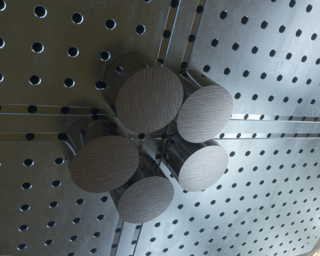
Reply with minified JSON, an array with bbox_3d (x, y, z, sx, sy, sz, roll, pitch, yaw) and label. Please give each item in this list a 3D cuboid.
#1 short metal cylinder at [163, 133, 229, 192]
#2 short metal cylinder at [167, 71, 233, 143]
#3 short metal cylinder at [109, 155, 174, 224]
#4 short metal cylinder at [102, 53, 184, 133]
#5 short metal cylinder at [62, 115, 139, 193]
[{"bbox_3d":[0.051,0.046,0.450,0.081,0.050,0.079,-14,126,-20],"label":"short metal cylinder"},{"bbox_3d":[0.046,-0.028,0.402,0.081,0.050,0.079,-14,124,-21],"label":"short metal cylinder"},{"bbox_3d":[-0.027,0.085,0.431,0.081,0.050,0.079,-13,124,-21],"label":"short metal cylinder"},{"bbox_3d":[-0.020,-0.041,0.358,0.081,0.050,0.079,-14,125,-21],"label":"short metal cylinder"},{"bbox_3d":[-0.072,0.031,0.374,0.081,0.050,0.079,-14,125,-21],"label":"short metal cylinder"}]
